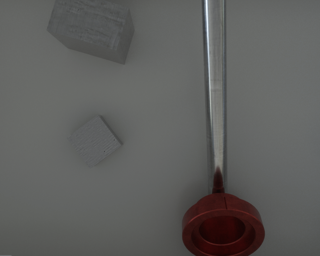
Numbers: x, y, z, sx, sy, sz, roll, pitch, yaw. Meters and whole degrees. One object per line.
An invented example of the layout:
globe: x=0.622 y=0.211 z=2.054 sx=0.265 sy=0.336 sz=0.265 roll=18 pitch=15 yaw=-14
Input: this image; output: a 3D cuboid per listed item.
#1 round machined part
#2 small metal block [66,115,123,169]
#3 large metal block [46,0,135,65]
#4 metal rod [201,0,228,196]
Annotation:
round machined part: x=0.077 y=0.120 z=0.390 sx=0.099 sy=0.042 sz=0.097 roll=1 pitch=123 yaw=2
small metal block: x=-0.085 y=0.018 z=0.410 sx=0.050 sy=0.025 sz=0.050 roll=-37 pitch=90 yaw=0
large metal block: x=-0.080 y=-0.121 z=0.383 sx=0.080 sy=0.080 sz=0.050 roll=16 pitch=90 yaw=-1
metal rod: x=0.064 y=-0.039 z=0.356 sx=0.025 sy=0.025 sz=0.298 roll=-6 pitch=113 yaw=0
